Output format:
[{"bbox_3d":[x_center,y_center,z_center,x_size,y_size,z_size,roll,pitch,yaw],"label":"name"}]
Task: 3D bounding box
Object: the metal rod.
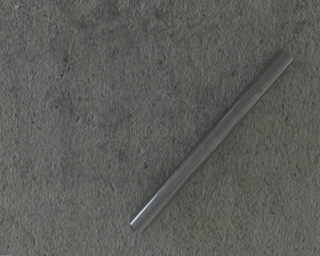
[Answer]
[{"bbox_3d":[0.068,0.018,0.410,0.025,0.025,0.300,41,90,0],"label":"metal rod"}]
